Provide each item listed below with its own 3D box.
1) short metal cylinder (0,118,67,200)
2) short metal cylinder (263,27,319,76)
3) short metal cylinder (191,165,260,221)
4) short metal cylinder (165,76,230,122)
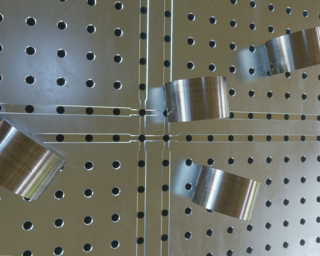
[{"bbox_3d":[-0.148,0.033,0.329,0.080,0.080,0.050,38,78,-17],"label":"short metal cylinder"},{"bbox_3d":[0.200,-0.112,0.459,0.081,0.080,0.050,-16,96,-20],"label":"short metal cylinder"},{"bbox_3d":[0.088,0.086,0.418,0.081,0.080,0.050,19,84,-19],"label":"short metal cylinder"},{"bbox_3d":[0.048,-0.036,0.402,0.081,0.080,0.050,-7,93,-20],"label":"short metal cylinder"}]
